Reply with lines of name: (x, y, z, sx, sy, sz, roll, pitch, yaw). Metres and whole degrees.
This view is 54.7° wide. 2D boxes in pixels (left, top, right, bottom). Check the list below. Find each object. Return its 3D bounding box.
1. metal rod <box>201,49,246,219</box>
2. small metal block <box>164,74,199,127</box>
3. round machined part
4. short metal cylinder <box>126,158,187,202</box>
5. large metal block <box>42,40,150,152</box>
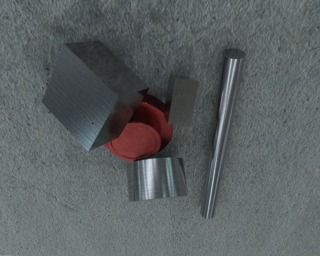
metal rod: (0.081, 0.032, 0.435, 0.025, 0.025, 0.298, 0, 130, 0)
small metal block: (0.022, -0.033, 0.352, 0.025, 0.050, 0.050, 8, 103, -7)
round machined part: (-0.033, 0.005, 0.400, 0.099, 0.042, 0.097, 0, 130, 0)
short metal cylinder: (-0.005, 0.072, 0.428, 0.081, 0.050, 0.080, -6, 166, -1)
large metal block: (-0.071, -0.035, 0.334, 0.080, 0.050, 0.080, 44, 125, 13)
